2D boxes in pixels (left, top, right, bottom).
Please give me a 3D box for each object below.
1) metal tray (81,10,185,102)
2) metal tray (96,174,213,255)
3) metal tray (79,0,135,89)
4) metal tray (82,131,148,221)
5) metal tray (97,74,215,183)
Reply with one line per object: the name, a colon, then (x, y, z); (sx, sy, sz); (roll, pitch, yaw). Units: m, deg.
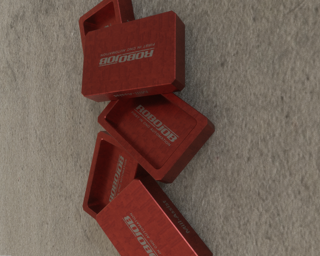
metal tray: (-0.035, -0.085, 0.387); (0.130, 0.030, 0.090); (-5, 77, 25)
metal tray: (-0.010, 0.135, 0.384); (0.090, 0.030, 0.130); (-46, 75, 22)
metal tray: (-0.074, -0.119, 0.460); (0.090, 0.030, 0.129); (-17, 80, 38)
metal tray: (-0.064, 0.078, 0.451); (0.090, 0.030, 0.129); (23, 104, 37)
metal tray: (-0.009, -0.005, 0.387); (0.130, 0.030, 0.090); (40, 93, 32)
